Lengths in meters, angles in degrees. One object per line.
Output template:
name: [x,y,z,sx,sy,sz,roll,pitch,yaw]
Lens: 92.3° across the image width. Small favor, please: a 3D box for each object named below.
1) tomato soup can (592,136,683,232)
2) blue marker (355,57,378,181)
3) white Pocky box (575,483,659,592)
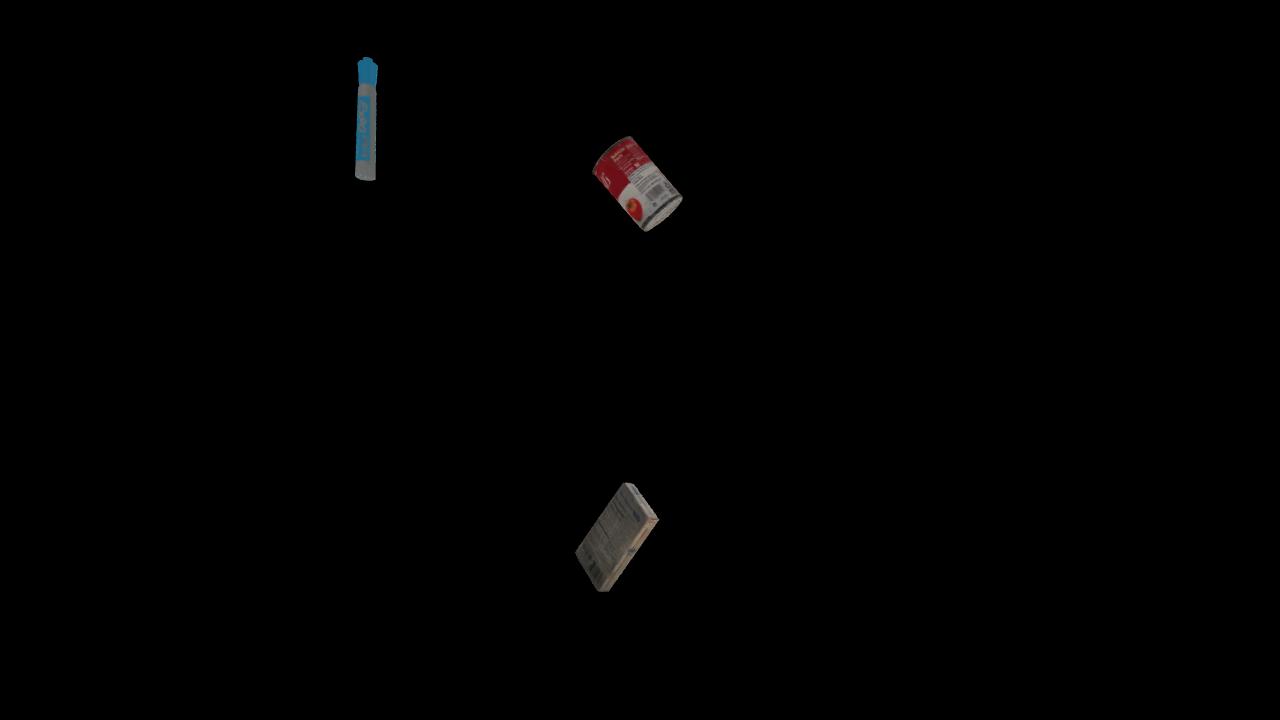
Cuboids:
tomato soup can: [-0.002,-0.222,0.781,0.068,0.101,0.068,-41,-1,-1]
blue marker: [-0.274,-0.242,0.617,0.020,0.121,0.020,1,-1,0]
white Pocky box: [-0.038,0.277,0.963,0.028,0.154,0.084,19,20,-43]
